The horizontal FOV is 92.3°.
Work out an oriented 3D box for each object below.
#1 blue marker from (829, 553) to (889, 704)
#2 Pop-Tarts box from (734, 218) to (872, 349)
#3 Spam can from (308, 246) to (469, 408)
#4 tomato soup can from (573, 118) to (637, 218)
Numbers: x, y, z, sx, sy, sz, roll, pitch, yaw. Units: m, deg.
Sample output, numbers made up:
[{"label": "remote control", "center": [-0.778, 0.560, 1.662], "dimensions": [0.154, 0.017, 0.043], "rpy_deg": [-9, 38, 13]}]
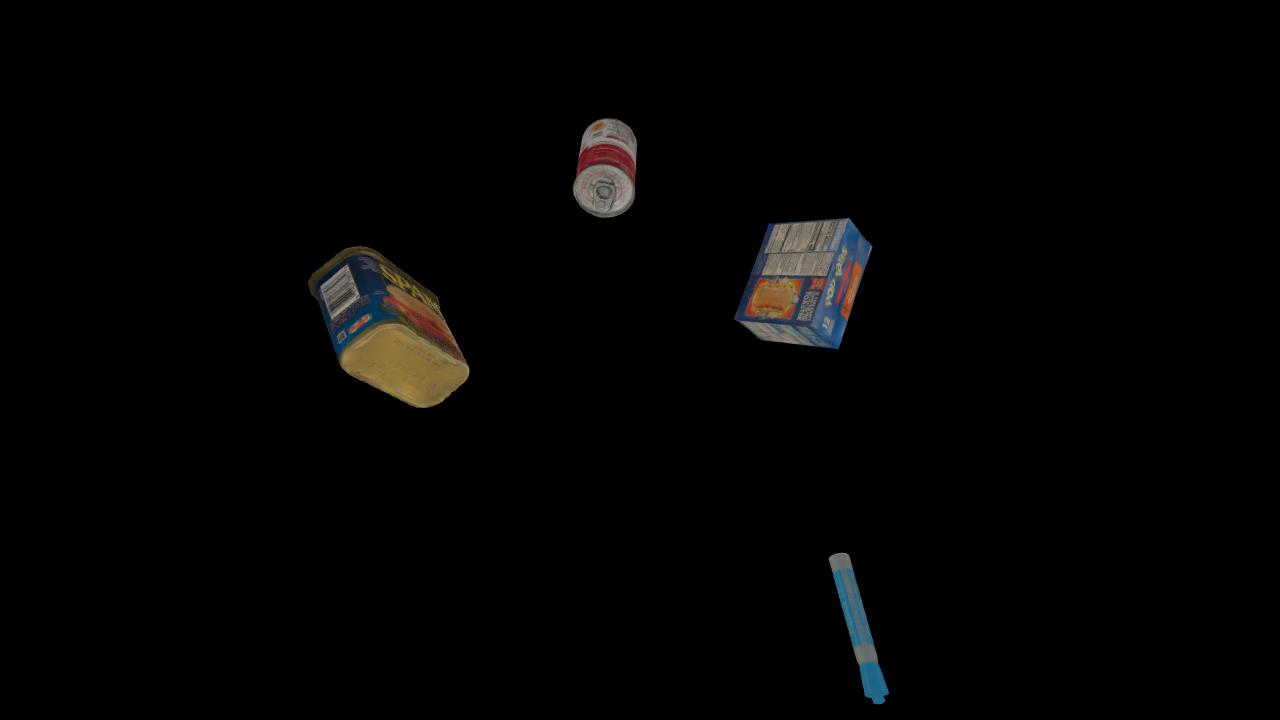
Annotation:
[{"label": "blue marker", "center": [0.186, 0.226, 0.526], "dimensions": [0.020, 0.121, 0.020], "rpy_deg": [-2, -42, -2]}, {"label": "Pop-Tarts box", "center": [0.240, -0.113, 0.909], "dimensions": [0.083, 0.167, 0.141], "rpy_deg": [28, -12, -39]}, {"label": "Spam can", "center": [-0.183, -0.021, 0.456], "dimensions": [0.058, 0.085, 0.101], "rpy_deg": [-38, -33, 4]}, {"label": "tomato soup can", "center": [-0.037, -0.219, 0.695], "dimensions": [0.068, 0.101, 0.068], "rpy_deg": [1, -40, 1]}]
